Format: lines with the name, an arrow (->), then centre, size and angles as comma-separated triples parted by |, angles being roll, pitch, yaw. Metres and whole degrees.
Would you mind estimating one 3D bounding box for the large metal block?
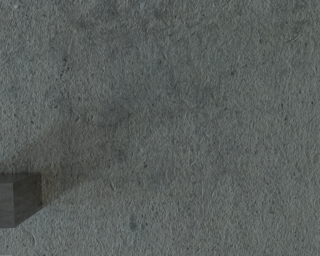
large metal block -> -0.201, 0.087, 0.381 | 0.081, 0.080, 0.050 | -2, 90, 0
